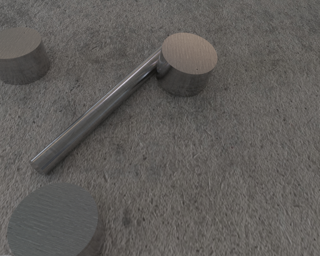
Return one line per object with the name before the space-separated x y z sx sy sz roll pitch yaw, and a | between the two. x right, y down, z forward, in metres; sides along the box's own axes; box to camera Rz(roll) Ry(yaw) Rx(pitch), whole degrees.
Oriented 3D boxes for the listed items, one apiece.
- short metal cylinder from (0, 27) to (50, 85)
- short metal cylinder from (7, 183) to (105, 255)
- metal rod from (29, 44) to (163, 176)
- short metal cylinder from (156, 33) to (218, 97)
short metal cylinder | -0.218 -0.112 0.479 0.081 0.050 0.080 0 50 0
short metal cylinder | -0.097 0.101 0.302 0.081 0.050 0.080 0 50 0
metal rod | -0.059 -0.048 0.442 0.025 0.025 0.301 27 55 21
short metal cylinder | 0.037 -0.093 0.454 0.081 0.050 0.080 6 58 -9
